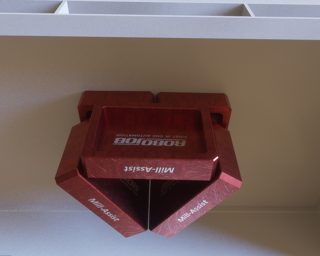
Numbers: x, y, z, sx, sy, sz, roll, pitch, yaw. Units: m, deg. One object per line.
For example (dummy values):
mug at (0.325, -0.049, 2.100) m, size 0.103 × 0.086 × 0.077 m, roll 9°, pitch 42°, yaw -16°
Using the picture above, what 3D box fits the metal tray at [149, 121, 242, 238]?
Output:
metal tray at (0.036, 0.064, 0.378) m, size 0.030 × 0.090 × 0.129 m, roll 29°, pitch 125°, yaw -22°

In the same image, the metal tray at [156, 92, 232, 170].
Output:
metal tray at (0.039, 0.015, 0.417) m, size 0.091 × 0.030 × 0.129 m, roll 1°, pitch 129°, yaw -1°

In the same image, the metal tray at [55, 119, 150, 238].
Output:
metal tray at (-0.061, 0.061, 0.376) m, size 0.030 × 0.090 × 0.130 m, roll -25°, pitch 126°, yaw 20°

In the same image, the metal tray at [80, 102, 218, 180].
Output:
metal tray at (-0.010, 0.011, 0.333) m, size 0.131 × 0.090 × 0.030 m, roll 2°, pitch 130°, yaw -1°

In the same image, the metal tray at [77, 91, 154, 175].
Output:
metal tray at (-0.053, 0.013, 0.415) m, size 0.091 × 0.030 × 0.129 m, roll 0°, pitch 129°, yaw 0°
